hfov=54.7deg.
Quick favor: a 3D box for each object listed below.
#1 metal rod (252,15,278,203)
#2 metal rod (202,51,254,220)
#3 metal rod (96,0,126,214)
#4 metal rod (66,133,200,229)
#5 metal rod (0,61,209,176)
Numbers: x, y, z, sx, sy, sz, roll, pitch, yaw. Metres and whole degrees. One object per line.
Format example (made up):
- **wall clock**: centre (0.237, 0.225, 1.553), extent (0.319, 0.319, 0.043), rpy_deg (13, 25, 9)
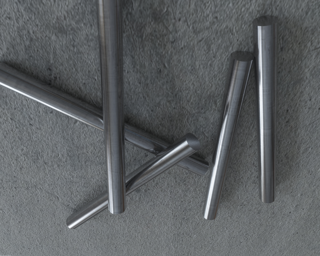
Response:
- **metal rod**: centre (0.141, 0.002, 0.409), extent (0.025, 0.025, 0.299), rpy_deg (-10, 130, 8)
- **metal rod**: centre (0.088, 0.035, 0.437), extent (0.025, 0.025, 0.298), rpy_deg (1, 130, -1)
- **metal rod**: centre (-0.055, -0.012, 0.368), extent (0.025, 0.025, 0.298), rpy_deg (2, 122, -2)
- **metal rod**: centre (-0.057, 0.092, 0.463), extent (0.025, 0.025, 0.299), rpy_deg (33, 129, -25)
- **metal rod**: centre (-0.062, -0.003, 0.403), extent (0.301, 0.025, 0.025), rpy_deg (26, 125, -21)
